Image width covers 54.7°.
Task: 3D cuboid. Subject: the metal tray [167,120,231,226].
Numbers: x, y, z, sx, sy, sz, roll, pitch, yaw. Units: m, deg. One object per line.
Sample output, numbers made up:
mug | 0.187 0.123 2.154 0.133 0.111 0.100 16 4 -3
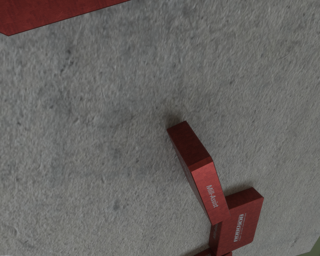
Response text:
metal tray | 0.054 0.064 0.433 0.030 0.090 0.129 -26 128 -2

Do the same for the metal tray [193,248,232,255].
metal tray | 0.085 0.297 0.636 0.131 0.030 0.089 -19 126 -18

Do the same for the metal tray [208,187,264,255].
metal tray | 0.146 0.183 0.599 0.091 0.030 0.129 -13 124 -22

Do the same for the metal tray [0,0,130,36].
metal tray | -0.090 -0.143 0.266 0.131 0.030 0.089 -23 127 -15
